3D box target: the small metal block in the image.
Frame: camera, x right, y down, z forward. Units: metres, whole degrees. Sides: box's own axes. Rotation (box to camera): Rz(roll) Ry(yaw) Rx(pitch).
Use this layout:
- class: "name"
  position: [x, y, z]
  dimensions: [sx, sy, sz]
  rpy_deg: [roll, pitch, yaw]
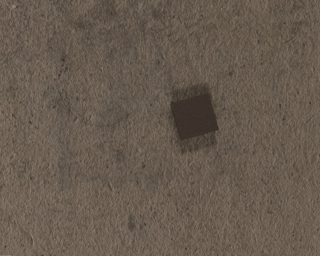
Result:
- class: "small metal block"
  position: [0.045, -0.015, 0.411]
  dimensions: [0.050, 0.025, 0.050]
  rpy_deg: [-16, 90, -1]
